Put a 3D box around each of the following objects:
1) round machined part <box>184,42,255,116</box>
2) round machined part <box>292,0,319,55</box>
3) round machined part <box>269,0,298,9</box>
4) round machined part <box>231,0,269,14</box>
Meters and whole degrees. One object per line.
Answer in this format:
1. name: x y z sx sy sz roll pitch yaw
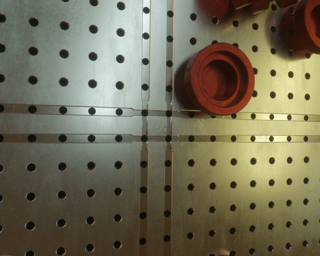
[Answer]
1. round machined part: 0.078 -0.065 0.432 0.099 0.042 0.097 0 90 -20
2. round machined part: 0.253 -0.166 0.496 0.099 0.042 0.097 0 90 -20
3. round machined part: 0.160 -0.218 0.442 0.042 0.098 0.098 -17 97 16
4. round machined part: 0.113 -0.203 0.425 0.042 0.098 0.098 -17 97 17
